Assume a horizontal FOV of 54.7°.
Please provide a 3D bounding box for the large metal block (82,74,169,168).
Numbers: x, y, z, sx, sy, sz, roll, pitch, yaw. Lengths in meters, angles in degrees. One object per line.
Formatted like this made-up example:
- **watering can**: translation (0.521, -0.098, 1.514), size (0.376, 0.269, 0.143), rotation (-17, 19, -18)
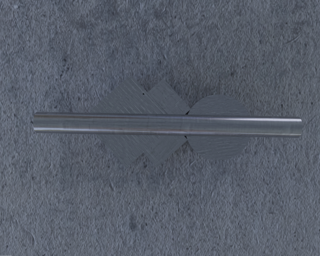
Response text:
- **large metal block**: translation (-0.038, -0.008, 0.397), size (0.080, 0.050, 0.080), rotation (-42, 90, 0)

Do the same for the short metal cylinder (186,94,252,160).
- **short metal cylinder**: translation (0.070, -0.001, 0.398), size (0.081, 0.050, 0.080), rotation (0, 90, 0)

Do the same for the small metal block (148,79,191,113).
- **small metal block**: translation (0.011, -0.033, 0.399), size (0.025, 0.050, 0.050), rotation (-43, 91, 0)

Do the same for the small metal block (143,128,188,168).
- **small metal block**: translation (0.006, 0.022, 0.400), size (0.050, 0.050, 0.025), rotation (-42, 91, 0)

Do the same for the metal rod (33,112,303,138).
- **metal rod**: translation (0.009, -0.004, 0.359), size (0.302, 0.025, 0.025), rotation (1, 90, -1)
